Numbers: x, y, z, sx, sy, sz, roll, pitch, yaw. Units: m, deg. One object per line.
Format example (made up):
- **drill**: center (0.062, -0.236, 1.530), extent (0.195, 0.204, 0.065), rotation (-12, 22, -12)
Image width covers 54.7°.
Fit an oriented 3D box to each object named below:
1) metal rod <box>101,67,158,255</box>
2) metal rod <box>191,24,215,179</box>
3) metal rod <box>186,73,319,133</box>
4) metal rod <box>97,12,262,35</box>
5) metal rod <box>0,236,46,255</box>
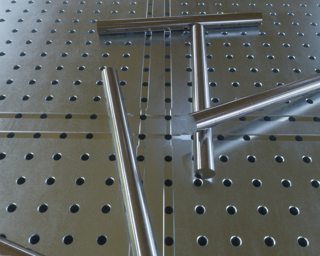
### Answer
- **metal rod**: center (-0.044, 0.028, 0.382), extent (0.025, 0.025, 0.300), rotation (-10, 51, -9)
- **metal rod**: center (0.060, -0.061, 0.459), extent (0.025, 0.025, 0.300), rotation (2, 50, 2)
- **metal rod**: center (0.172, -0.048, 0.432), extent (0.302, 0.025, 0.025), rotation (-18, 52, -22)
- **metal rod**: center (0.038, -0.193, 0.570), extent (0.302, 0.025, 0.025), rotation (-5, 50, -5)
- **metal rod**: center (-0.045, 0.154, 0.277), extent (0.301, 0.025, 0.025), rotation (16, 52, 13)
